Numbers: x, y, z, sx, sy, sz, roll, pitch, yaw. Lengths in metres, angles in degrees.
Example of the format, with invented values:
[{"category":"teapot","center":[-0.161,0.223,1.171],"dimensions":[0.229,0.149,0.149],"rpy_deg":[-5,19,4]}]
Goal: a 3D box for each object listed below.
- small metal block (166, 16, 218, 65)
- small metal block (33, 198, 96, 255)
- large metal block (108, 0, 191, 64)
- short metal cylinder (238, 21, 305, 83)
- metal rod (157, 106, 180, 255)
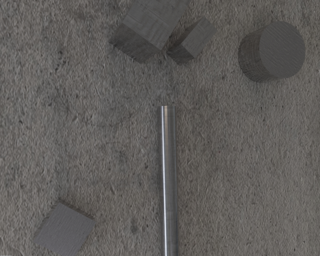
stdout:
[{"category":"small metal block","center":[0.041,-0.114,0.411],"dimensions":[0.025,0.050,0.050],"rpy_deg":[42,77,-16]},{"category":"small metal block","center":[-0.113,0.119,0.368],"dimensions":[0.050,0.025,0.050],"rpy_deg":[35,79,-17]},{"category":"large metal block","center":[-0.013,-0.132,0.375],"dimensions":[0.050,0.080,0.080],"rpy_deg":[33,80,-17]},{"category":"short metal cylinder","center":[0.164,-0.110,0.456],"dimensions":[0.081,0.050,0.080],"rpy_deg":[0,90,-20]},{"category":"metal rod","center":[0.013,0.120,0.414],"dimensions":[0.025,0.025,0.298],"rpy_deg":[-2,91,-20]}]
